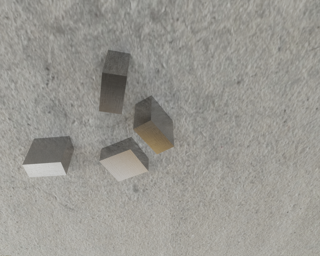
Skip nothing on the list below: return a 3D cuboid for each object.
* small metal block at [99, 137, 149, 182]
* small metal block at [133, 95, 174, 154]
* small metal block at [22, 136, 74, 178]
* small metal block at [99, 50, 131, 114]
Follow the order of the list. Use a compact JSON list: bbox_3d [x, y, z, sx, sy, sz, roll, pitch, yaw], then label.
[{"bbox_3d":[-0.051,0.046,0.446,0.050,0.025,0.050,-22,127,17],"label":"small metal block"},{"bbox_3d":[-0.007,-0.004,0.387,0.025,0.050,0.050,-27,125,21],"label":"small metal block"},{"bbox_3d":[-0.150,0.039,0.421,0.050,0.050,0.025,-4,130,3],"label":"small metal block"},{"bbox_3d":[-0.050,-0.051,0.346,0.025,0.050,0.050,8,130,-7],"label":"small metal block"}]
